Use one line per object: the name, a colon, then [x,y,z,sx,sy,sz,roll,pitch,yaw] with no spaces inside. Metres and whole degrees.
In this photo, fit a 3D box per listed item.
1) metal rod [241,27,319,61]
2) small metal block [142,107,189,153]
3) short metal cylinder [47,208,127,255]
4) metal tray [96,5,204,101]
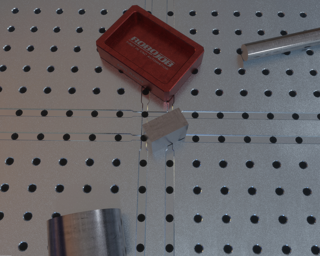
metal rod: [0.270,-0.145,0.466,0.302,0.025,0.025,-13,71,-5]
small metal block: [0.007,0.004,0.397,0.050,0.050,0.025,-26,72,-9]
short metal cylinder: [-0.079,0.121,0.338,0.081,0.080,0.050,-10,71,-4]
metal tray: [-0.014,-0.111,0.449,0.130,0.030,0.090,36,74,12]
